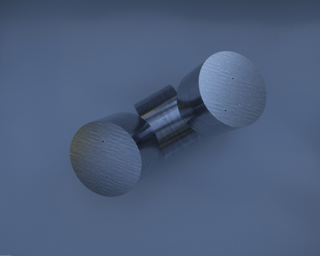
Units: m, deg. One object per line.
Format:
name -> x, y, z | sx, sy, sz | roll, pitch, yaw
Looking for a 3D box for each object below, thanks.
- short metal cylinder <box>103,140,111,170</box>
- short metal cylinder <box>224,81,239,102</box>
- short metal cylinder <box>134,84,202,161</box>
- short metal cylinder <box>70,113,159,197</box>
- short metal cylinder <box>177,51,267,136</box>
short metal cylinder -> -0.048, 0.025, 0.397 | 0.081, 0.050, 0.079 | 0, 90, -1
short metal cylinder -> 0.067, -0.037, 0.398 | 0.081, 0.050, 0.079 | 0, 90, -1
short metal cylinder -> 0.009, -0.007, 0.382 | 0.050, 0.080, 0.080 | -30, 90, 0
short metal cylinder -> -0.047, 0.026, 0.332 | 0.080, 0.050, 0.079 | 4, 104, 18
short metal cylinder -> 0.065, -0.035, 0.333 | 0.081, 0.050, 0.080 | 5, 77, -21
